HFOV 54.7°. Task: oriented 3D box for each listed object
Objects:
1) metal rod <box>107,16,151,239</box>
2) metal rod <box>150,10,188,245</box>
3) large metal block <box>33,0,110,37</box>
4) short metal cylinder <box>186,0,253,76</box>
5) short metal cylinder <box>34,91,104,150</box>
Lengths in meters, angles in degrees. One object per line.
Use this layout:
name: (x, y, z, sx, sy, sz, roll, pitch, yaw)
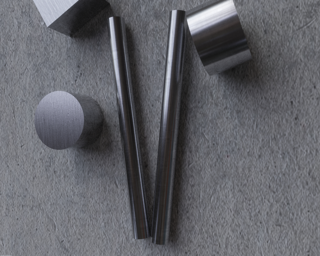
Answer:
metal rod: (-0.043, -0.002, 0.423, 0.025, 0.025, 0.298, -8, 87, 20)
metal rod: (0.012, 0.000, 0.404, 0.025, 0.025, 0.298, 5, 92, 20)
large metal block: (-0.133, -0.193, 0.442, 0.080, 0.050, 0.080, -33, 80, 17)
short metal cylinder: (0.069, -0.106, 0.355, 0.050, 0.080, 0.080, -19, 84, 19)
short metal cylinder: (-0.128, -0.010, 0.441, 0.080, 0.050, 0.080, 0, 90, 20)
